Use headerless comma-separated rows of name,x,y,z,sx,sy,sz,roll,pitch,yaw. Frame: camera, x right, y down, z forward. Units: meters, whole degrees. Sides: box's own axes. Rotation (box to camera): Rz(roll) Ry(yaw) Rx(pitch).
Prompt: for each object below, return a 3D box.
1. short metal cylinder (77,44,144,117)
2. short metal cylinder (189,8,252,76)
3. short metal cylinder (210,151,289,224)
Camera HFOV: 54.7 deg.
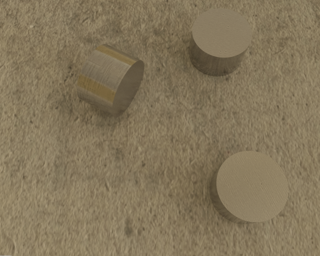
short metal cylinder,-0.062,-0.061,0.400,0.050,0.080,0.080,27,72,9
short metal cylinder,0.083,-0.121,0.440,0.081,0.050,0.080,0,70,0
short metal cylinder,0.103,0.072,0.370,0.081,0.050,0.080,0,70,0
